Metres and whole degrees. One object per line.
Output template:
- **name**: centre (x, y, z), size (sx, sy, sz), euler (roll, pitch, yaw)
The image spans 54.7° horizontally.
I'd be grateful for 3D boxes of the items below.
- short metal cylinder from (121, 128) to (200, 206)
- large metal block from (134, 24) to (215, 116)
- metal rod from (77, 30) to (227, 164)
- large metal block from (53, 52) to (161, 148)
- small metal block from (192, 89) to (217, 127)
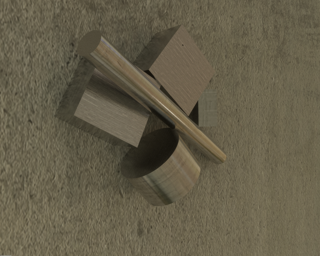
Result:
- **short metal cylinder**: centre (0.001, 0.045, 0.370), size (0.080, 0.080, 0.050), euler (-51, 121, -27)
- **large metal block**: centre (0.015, -0.071, 0.399), size (0.080, 0.050, 0.080), euler (47, 62, -30)
- **metal rod**: centre (0.017, -0.012, 0.367), size (0.301, 0.025, 0.025), euler (37, 66, -51)
- **large metal block**: centre (-0.056, -0.032, 0.343), size (0.080, 0.050, 0.080), euler (31, 71, -36)
- **small metal block**: centre (0.062, -0.027, 0.438), size (0.025, 0.050, 0.050), euler (-1, 92, -4)
